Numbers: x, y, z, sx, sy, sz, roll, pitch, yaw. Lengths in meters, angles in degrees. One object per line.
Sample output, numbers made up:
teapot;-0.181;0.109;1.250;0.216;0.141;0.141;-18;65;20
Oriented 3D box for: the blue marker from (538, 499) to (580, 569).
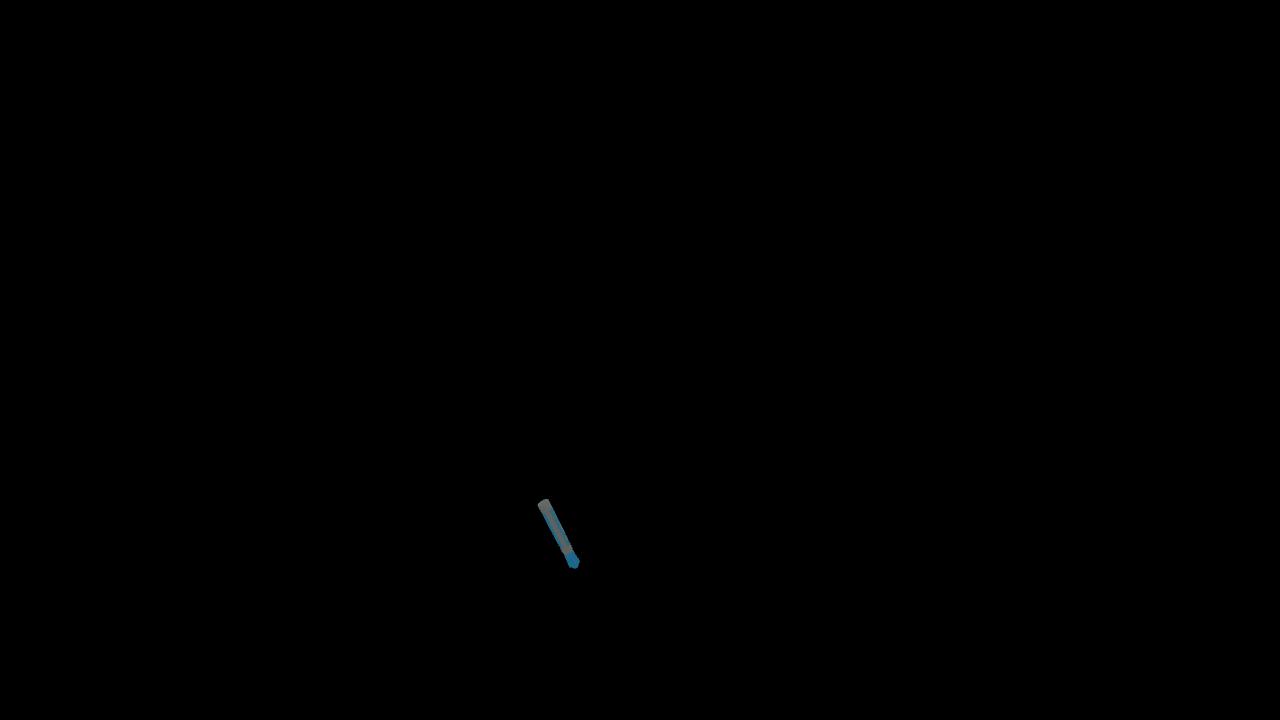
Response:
blue marker;-0.126;0.273;0.960;0.020;0.121;0.020;-23;10;5
